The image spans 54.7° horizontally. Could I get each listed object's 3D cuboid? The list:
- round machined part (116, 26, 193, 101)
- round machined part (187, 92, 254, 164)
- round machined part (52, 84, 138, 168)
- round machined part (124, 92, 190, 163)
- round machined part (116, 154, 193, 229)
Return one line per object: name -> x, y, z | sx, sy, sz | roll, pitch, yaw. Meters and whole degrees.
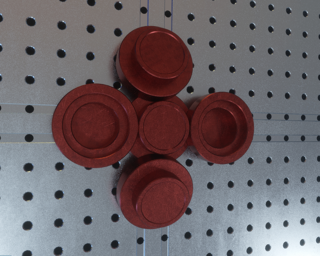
round machined part -> -0.003, -0.086, 0.391 | 0.099, 0.042, 0.098 | 5, 74, -17
round machined part -> 0.078, 0.000, 0.433 | 0.099, 0.042, 0.097 | 0, 90, -21
round machined part -> -0.079, -0.003, 0.374 | 0.099, 0.042, 0.097 | 0, 90, -21
round machined part -> -0.001, -0.001, 0.403 | 0.099, 0.042, 0.097 | 0, 90, -21
round machined part -> -0.002, 0.085, 0.391 | 0.099, 0.042, 0.097 | -6, 107, -19
